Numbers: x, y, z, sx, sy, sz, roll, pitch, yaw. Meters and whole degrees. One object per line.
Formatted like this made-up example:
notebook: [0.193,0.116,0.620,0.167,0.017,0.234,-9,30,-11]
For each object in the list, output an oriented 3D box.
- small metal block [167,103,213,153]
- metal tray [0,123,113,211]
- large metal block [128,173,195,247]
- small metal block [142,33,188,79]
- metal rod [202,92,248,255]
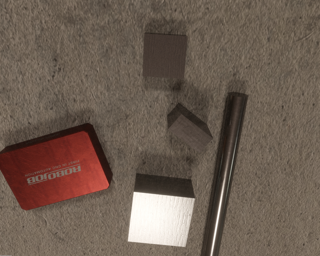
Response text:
small metal block: [0.037,-0.002,0.397,0.050,0.050,0.025,37,106,-13]
metal tray: [-0.142,0.054,0.425,0.131,0.030,0.089,-16,110,5]
large metal block: [0.001,0.116,0.439,0.081,0.050,0.079,7,110,-3]
small metal block: [0.005,-0.089,0.377,0.050,0.025,0.050,3,110,-2]
metal rod: [0.088,0.096,0.446,0.025,0.025,0.298,4,110,-2]
